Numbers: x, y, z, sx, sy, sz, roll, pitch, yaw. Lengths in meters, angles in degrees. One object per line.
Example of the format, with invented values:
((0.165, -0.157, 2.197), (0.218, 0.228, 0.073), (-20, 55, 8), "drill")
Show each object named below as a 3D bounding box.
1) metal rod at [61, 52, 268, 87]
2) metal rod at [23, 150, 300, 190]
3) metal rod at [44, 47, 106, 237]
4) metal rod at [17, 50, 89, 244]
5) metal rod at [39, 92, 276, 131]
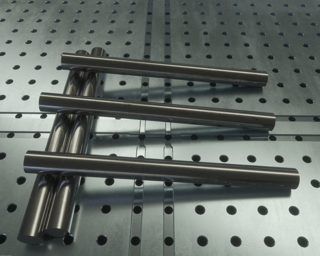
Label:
((0.010, -0.086, 0.461), (0.302, 0.025, 0.025), (4, 50, -5), "metal rod")
((0.007, 0.048, 0.349), (0.302, 0.025, 0.025), (4, 50, -5), "metal rod")
((-0.103, -0.008, 0.412), (0.025, 0.025, 0.300), (1, 50, 0), "metal rod")
((-0.128, -0.002, 0.407), (0.025, 0.025, 0.300), (1, 50, 0), "metal rod")
((0.000, -0.021, 0.405), (0.302, 0.025, 0.025), (5, 50, -4), "metal rod")
